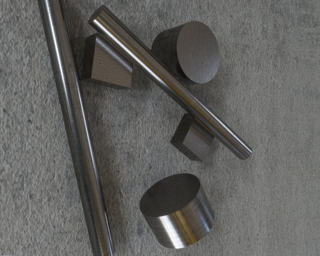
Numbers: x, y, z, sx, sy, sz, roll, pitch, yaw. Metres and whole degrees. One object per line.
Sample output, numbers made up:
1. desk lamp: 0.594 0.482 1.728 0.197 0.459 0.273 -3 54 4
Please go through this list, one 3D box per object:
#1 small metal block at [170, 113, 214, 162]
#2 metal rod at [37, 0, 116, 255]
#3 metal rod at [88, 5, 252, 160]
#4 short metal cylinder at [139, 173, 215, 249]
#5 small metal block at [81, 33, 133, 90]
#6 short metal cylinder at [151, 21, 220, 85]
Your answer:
1. small metal block: 0.049 0.013 0.446 0.050 0.025 0.050 41 65 -33
2. metal rod: -0.088 -0.003 0.330 0.025 0.025 0.298 -17 101 -39
3. metal rod: 0.033 -0.039 0.399 0.301 0.025 0.025 38 67 -34
4. short metal cylinder: 0.021 0.101 0.387 0.080 0.080 0.050 -39 114 -33
5. small metal block: -0.059 -0.074 0.355 0.050 0.025 0.050 10 84 -40
6. short metal cylinder: 0.035 -0.097 0.417 0.081 0.050 0.079 0 90 -40
